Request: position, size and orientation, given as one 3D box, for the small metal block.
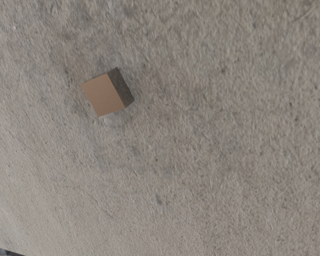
[{"bbox_3d":[-0.070,-0.048,0.415,0.050,0.025,0.050,-15,111,34],"label":"small metal block"}]
